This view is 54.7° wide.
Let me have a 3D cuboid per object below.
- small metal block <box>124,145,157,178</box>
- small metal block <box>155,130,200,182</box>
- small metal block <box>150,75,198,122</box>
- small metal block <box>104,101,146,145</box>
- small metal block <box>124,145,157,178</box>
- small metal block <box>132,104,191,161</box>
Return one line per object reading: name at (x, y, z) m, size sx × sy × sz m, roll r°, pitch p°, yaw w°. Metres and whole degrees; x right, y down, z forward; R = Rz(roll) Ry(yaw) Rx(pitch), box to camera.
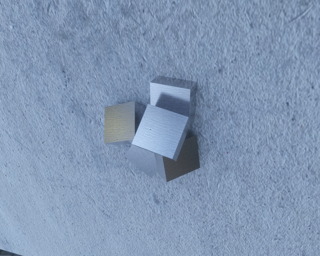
small metal block at (-0.015, 0.035, 0.436) m, size 0.050 × 0.025 × 0.050 m, roll 39°, pitch 129°, yaw 1°
small metal block at (0.022, 0.034, 0.398) m, size 0.025 × 0.050 × 0.050 m, roll 38°, pitch 143°, yaw 55°
small metal block at (0.016, -0.033, 0.378) m, size 0.050 × 0.025 × 0.050 m, roll 13°, pitch 124°, yaw 20°
small metal block at (-0.046, -0.005, 0.412) m, size 0.050 × 0.025 × 0.050 m, roll -8°, pitch 77°, yaw 31°
small metal block at (-0.015, 0.035, 0.436) m, size 0.050 × 0.025 × 0.050 m, roll 39°, pitch 129°, yaw 2°
small metal block at (0.003, 0.006, 0.359) m, size 0.050 × 0.025 × 0.050 m, roll 20°, pitch 82°, yaw 16°
